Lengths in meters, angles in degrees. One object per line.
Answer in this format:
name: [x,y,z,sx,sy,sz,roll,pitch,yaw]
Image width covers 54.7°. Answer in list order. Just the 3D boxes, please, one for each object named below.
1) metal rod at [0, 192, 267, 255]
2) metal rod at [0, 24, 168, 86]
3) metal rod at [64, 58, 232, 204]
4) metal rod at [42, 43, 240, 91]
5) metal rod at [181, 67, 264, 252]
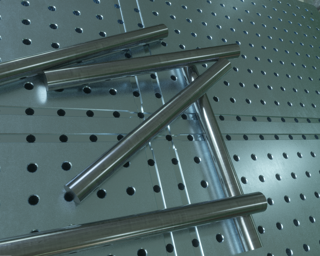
metal rod: [-0.013,0.101,0.323,0.303,0.025,0.025,-4,64,-24]
metal rod: [-0.101,-0.103,0.417,0.302,0.025,0.025,-28,77,-38]
metal rod: [0.005,-0.014,0.401,0.025,0.025,0.302,47,57,4]
metal rod: [-0.007,-0.091,0.439,0.303,0.025,0.025,-15,70,-27]
metal rod: [0.078,0.018,0.441,0.025,0.025,0.299,-2,63,-29]
